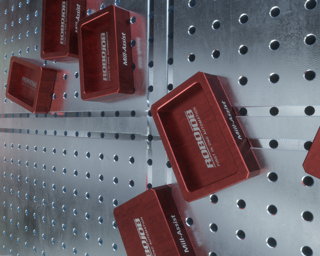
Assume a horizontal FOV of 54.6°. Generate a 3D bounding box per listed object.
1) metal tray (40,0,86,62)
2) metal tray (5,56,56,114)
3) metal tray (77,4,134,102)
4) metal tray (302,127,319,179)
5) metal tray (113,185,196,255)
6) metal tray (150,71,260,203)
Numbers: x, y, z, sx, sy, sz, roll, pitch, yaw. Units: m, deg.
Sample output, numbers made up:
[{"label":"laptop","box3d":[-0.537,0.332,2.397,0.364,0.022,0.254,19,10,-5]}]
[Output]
[{"label":"metal tray","box3d":[-0.173,-0.187,0.550,0.090,0.030,0.129,6,94,40]},{"label":"metal tray","box3d":[-0.264,-0.089,0.625,0.130,0.030,0.089,23,105,37]},{"label":"metal tray","box3d":[-0.086,-0.111,0.478,0.090,0.030,0.129,-6,86,40]},{"label":"metal tray","box3d":[0.196,0.021,0.244,0.130,0.030,0.089,28,107,36]},{"label":"metal tray","box3d":[-0.006,0.153,0.412,0.090,0.030,0.130,-35,68,34]},{"label":"metal tray","box3d":[0.048,0.011,0.367,0.090,0.030,0.130,-33,70,35]}]
